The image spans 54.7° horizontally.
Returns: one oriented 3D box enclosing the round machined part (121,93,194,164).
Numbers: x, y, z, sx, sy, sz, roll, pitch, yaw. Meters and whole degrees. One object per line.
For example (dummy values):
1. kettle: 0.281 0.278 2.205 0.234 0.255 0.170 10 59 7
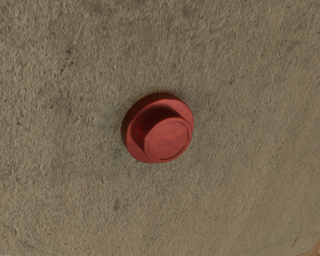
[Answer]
1. round machined part: 0.002 0.007 0.404 0.099 0.042 0.097 -14 125 -21
